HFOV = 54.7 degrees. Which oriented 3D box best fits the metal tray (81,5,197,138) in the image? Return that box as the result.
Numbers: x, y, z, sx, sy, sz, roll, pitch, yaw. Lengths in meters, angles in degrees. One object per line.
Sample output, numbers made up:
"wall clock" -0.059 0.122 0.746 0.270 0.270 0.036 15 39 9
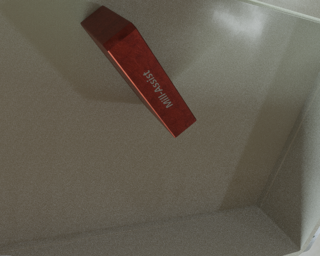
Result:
"metal tray" -0.020 -0.056 0.321 0.030 0.090 0.130 -40 130 -2
